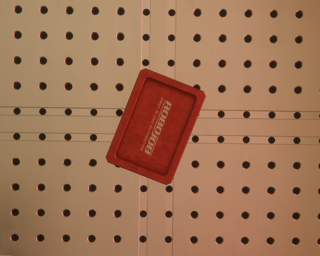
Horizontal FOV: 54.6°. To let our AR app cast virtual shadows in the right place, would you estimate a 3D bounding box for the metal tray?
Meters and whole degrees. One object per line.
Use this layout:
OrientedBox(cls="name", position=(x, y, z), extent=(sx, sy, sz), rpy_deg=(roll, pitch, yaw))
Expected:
OrientedBox(cls="metal tray", position=(-0.005, -0.002, 0.411), extent=(0.090, 0.030, 0.129), rpy_deg=(22, 90, -1))
